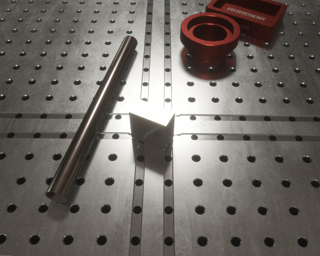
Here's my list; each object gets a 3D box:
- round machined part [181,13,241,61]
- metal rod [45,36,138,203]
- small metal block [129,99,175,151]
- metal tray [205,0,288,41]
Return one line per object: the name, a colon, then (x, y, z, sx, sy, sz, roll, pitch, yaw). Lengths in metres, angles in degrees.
round machined part: (0.083, -0.151, 0.525, 0.099, 0.042, 0.098, 0, 50, 0)
metal rod: (-0.082, -0.035, 0.436, 0.025, 0.025, 0.300, 10, 51, 8)
small metal block: (-0.010, -0.003, 0.394, 0.050, 0.050, 0.025, 21, 53, 16)
metal tray: (0.163, -0.219, 0.590, 0.130, 0.030, 0.090, 25, 54, 19)
